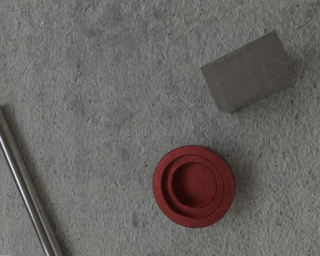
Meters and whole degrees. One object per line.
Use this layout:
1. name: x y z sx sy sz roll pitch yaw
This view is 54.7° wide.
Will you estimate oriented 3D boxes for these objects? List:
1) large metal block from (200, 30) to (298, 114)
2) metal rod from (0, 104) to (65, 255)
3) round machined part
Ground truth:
1. large metal block: 0.099 -0.056 0.345 0.080 0.080 0.050 -25 82 18
2. metal rod: -0.206 0.096 0.481 0.025 0.025 0.299 -30 80 17
3. round machined part: 0.044 0.069 0.384 0.098 0.042 0.097 0 90 20
